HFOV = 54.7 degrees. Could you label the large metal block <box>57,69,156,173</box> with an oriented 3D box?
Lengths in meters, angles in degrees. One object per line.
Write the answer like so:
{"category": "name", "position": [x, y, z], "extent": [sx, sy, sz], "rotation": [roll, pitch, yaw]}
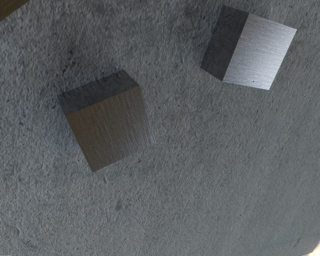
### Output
{"category": "large metal block", "position": [-0.059, -0.009, 0.353], "extent": [0.080, 0.050, 0.080], "rotation": [-25, 128, -13]}

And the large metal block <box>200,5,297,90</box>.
{"category": "large metal block", "position": [0.109, -0.099, 0.389], "extent": [0.081, 0.050, 0.079], "rotation": [4, 116, -31]}

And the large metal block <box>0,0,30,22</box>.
{"category": "large metal block", "position": [-0.140, -0.129, 0.234], "extent": [0.080, 0.050, 0.080], "rotation": [-38, 129, -3]}
